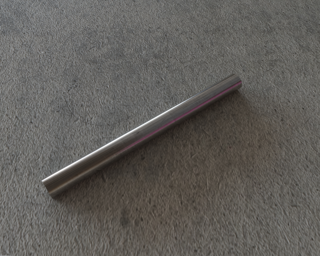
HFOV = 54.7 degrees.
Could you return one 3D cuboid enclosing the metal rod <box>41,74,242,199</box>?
[{"bbox_3d":[-0.006,-0.001,0.406,0.302,0.025,0.025,-30,57,-23],"label":"metal rod"}]
